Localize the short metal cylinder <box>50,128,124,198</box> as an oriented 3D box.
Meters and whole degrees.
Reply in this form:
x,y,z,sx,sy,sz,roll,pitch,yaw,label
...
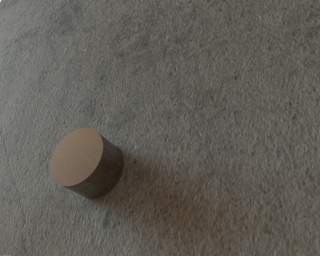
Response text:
x,y,z,sx,sy,sz,roll,pitch,yaw,label
-0.095,0.046,0.408,0.080,0.050,0.080,-13,56,20,short metal cylinder
